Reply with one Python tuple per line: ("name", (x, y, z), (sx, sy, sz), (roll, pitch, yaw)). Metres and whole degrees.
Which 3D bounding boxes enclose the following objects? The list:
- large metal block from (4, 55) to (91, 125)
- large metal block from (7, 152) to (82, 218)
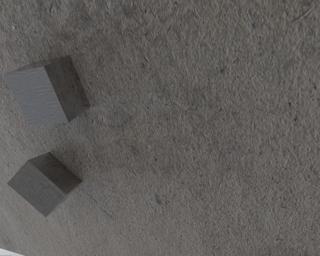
("large metal block", (-0.159, -0.052, 0.442), (0.080, 0.050, 0.080), (-3, 117, 29))
("large metal block", (-0.188, 0.091, 0.518), (0.080, 0.080, 0.050), (42, 95, -1))
